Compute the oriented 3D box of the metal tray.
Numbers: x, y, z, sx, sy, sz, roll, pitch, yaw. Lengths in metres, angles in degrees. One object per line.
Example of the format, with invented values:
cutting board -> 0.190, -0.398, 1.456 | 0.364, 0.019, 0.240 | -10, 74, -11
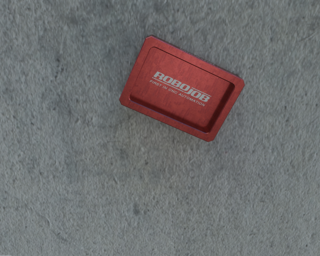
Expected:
metal tray -> 0.026, -0.048, 0.389 | 0.131, 0.030, 0.090 | 23, 108, -9
